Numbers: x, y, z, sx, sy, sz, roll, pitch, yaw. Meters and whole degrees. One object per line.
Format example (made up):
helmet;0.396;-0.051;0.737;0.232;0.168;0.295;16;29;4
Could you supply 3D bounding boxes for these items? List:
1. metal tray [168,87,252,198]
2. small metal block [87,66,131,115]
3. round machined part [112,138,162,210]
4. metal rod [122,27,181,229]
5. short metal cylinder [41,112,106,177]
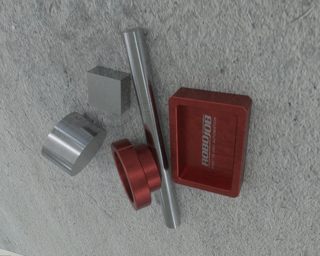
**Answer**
metal tray;0.060;0.019;0.383;0.090;0.030;0.129;10;123;22
small metal block;-0.067;-0.050;0.411;0.050;0.025;0.050;17;125;18
round machined part;-0.031;0.060;0.427;0.098;0.042;0.098;161;90;-74
metal rod;-0.005;0.019;0.421;0.025;0.025;0.298;3;120;26
short metal cylinder;-0.123;0.023;0.451;0.050;0.080;0.079;34;129;5
